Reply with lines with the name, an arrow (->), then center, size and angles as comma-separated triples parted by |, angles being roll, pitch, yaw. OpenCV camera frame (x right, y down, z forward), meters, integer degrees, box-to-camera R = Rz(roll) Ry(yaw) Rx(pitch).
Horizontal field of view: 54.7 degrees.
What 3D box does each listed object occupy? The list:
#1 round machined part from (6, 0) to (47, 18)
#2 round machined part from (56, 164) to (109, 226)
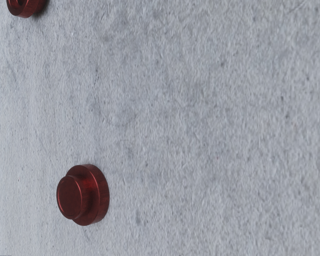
round machined part -> -0.255, -0.262, 0.600 | 0.098, 0.042, 0.097 | 0, 90, 39
round machined part -> -0.130, 0.108, 0.498 | 0.098, 0.042, 0.097 | 0, 90, 39
